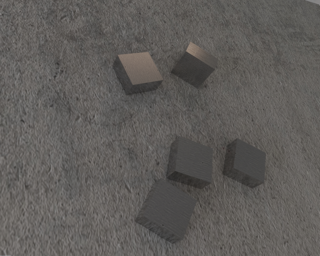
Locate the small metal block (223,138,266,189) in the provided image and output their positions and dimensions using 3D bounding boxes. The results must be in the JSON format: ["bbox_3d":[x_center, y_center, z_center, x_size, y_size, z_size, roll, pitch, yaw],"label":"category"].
[{"bbox_3d":[0.120,0.050,0.437,0.050,0.025,0.050,27,52,-12],"label":"small metal block"}]

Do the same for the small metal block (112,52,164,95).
[{"bbox_3d":[-0.031,-0.077,0.434,0.050,0.025,0.050,-15,70,-34],"label":"small metal block"}]

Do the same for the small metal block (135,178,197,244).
[{"bbox_3d":[0.008,0.094,0.350,0.050,0.025,0.050,33,51,-7],"label":"small metal block"}]

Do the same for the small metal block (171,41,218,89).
[{"bbox_3d":[0.052,-0.095,0.474,0.050,0.050,0.025,30,52,-9],"label":"small metal block"}]

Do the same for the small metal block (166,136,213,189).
[{"bbox_3d":[0.039,0.045,0.397,0.050,0.025,0.050,21,54,-16],"label":"small metal block"}]
